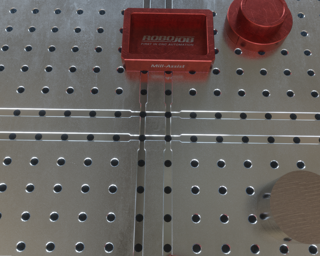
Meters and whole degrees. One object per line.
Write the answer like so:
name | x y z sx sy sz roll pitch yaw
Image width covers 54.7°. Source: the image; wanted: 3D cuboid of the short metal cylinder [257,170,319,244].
short metal cylinder | 0.162 0.095 0.366 0.081 0.050 0.080 0 70 -1

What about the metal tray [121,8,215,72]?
metal tray | 0.012 -0.130 0.456 0.131 0.030 0.090 1 70 0

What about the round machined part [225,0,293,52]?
round machined part | 0.151 -0.167 0.466 0.099 0.042 0.098 0 70 -1
